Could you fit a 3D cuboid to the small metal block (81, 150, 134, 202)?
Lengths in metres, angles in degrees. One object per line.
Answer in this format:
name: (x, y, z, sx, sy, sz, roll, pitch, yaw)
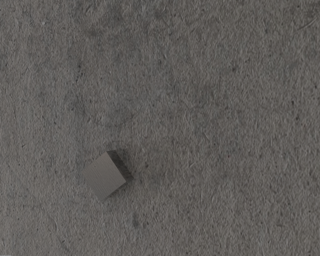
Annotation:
small metal block: (-0.074, 0.067, 0.436, 0.050, 0.025, 0.050, -39, 78, 16)
